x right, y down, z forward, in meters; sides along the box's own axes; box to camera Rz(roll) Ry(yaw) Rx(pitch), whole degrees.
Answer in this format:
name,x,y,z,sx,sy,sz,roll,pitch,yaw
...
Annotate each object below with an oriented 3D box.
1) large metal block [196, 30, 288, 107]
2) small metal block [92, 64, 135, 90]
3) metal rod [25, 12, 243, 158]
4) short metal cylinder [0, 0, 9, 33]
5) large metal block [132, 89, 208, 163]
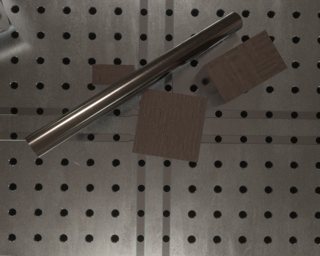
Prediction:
name,x,y,z,sx,sy,sz,roll,pitch,yaw
large metal block,0.096,-0.069,0.387,0.080,0.080,0.050,-30,90,0
small metal block,-0.057,-0.065,0.400,0.050,0.050,0.025,1,90,-1
metal rod,-0.015,-0.062,0.368,0.302,0.025,0.025,-35,90,-18
short metal cylinder,-0.234,-0.150,0.383,0.050,0.080,0.080,-23,90,0
large metal block,0.012,-0.004,0.401,0.081,0.050,0.080,9,90,-1
